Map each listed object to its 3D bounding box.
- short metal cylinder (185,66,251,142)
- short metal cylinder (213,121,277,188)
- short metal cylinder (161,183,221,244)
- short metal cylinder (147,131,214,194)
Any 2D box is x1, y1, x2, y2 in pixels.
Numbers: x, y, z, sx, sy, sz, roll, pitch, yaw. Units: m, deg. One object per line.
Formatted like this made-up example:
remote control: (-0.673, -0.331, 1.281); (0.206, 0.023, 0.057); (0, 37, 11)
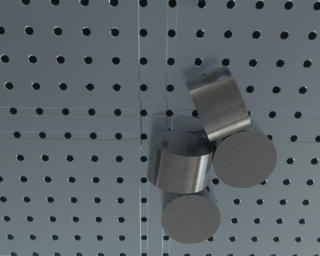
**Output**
short metal cylinder: (0.069, -0.028, 0.374); (0.050, 0.080, 0.080); (-22, 109, 8)
short metal cylinder: (0.107, 0.032, 0.413); (0.081, 0.050, 0.079); (0, 110, 0)
short metal cylinder: (0.042, 0.116, 0.443); (0.081, 0.050, 0.079); (0, 110, 0)
short metal cylinder: (0.025, 0.041, 0.399); (0.081, 0.080, 0.050); (6, 110, -3)
